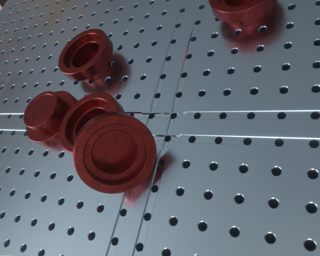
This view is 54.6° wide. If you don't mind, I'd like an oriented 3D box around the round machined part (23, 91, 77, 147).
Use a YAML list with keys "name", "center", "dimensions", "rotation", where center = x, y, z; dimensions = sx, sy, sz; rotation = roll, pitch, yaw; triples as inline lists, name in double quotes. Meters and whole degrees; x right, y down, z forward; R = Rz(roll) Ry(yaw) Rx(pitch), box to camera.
- name: "round machined part"
  center: [-0.182, -0.021, 0.508]
  dimensions: [0.098, 0.042, 0.098]
  rotation: [-13, 56, 21]

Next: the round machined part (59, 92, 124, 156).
- name: "round machined part"
  center: [-0.092, 0.000, 0.446]
  dimensions: [0.098, 0.042, 0.098]
  rotation: [-14, 55, 21]

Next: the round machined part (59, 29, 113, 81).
- name: "round machined part"
  center: [-0.123, -0.121, 0.537]
  dimensions: [0.098, 0.042, 0.098]
  rotation: [-13, 56, 21]

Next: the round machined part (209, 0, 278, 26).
- name: "round machined part"
  center: [0.124, -0.187, 0.448]
  dimensions: [0.098, 0.042, 0.098]
  rotation: [-13, 56, 21]

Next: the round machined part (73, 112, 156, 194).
- name: "round machined part"
  center: [-0.057, 0.028, 0.385]
  dimensions: [0.098, 0.098, 0.042]
  rotation: [-46, 21, -4]
